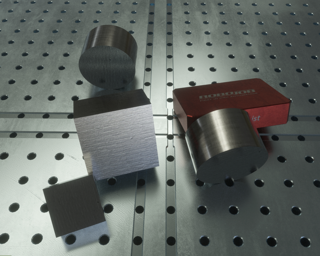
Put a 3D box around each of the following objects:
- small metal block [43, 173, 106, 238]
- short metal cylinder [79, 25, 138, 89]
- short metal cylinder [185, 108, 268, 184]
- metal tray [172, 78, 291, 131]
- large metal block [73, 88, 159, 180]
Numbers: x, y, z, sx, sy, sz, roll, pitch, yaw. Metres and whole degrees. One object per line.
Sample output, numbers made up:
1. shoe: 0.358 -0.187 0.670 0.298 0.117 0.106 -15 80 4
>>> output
1. small metal block: -0.089 0.079 0.324 0.050 0.025 0.050 -16 88 -13
2. short metal cylinder: -0.075 -0.104 0.458 0.081 0.080 0.050 1 50 0
3. short metal cylinder: 0.074 0.022 0.352 0.081 0.080 0.050 -9 55 -7
4. metal tray: 0.089 -0.030 0.410 0.131 0.030 0.090 -8 29 -7
5. large metal block: -0.050 0.007 0.357 0.081 0.079 0.050 -12 28 -10
